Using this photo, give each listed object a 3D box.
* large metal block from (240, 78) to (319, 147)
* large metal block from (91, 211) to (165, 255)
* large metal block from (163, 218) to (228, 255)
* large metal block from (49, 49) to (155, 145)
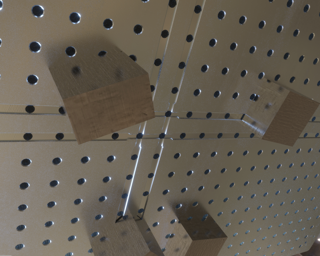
[{"bbox_3d":[0.188,-0.023,0.487,0.081,0.050,0.079,12,112,-34],"label":"large metal block"},{"bbox_3d":[-0.048,0.189,0.468,0.080,0.080,0.050,-41,130,-1],"label":"large metal block"},{"bbox_3d":[0.063,0.213,0.564,0.081,0.050,0.079,8,114,-33],"label":"large metal block"},{"bbox_3d":[-0.061,-0.037,0.321,0.081,0.080,0.050,-20,127,-17],"label":"large metal block"}]
